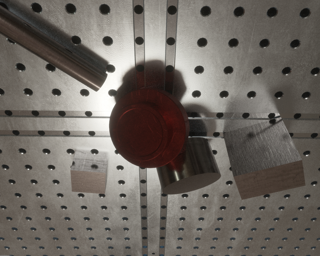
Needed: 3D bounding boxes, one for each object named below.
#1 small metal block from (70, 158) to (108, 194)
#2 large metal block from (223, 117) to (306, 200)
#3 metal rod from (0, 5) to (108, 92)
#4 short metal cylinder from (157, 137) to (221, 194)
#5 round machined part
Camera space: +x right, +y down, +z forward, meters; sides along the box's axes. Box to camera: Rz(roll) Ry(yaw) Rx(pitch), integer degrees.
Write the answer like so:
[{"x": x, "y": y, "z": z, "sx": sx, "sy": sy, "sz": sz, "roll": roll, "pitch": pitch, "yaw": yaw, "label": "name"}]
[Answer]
[{"x": -0.107, "y": 0.074, "z": 0.473, "sx": 0.050, "sy": 0.025, "sz": 0.050, "roll": 6, "pitch": 130, "yaw": -6, "label": "small metal block"}, {"x": 0.135, "y": 0.040, "z": 0.412, "sx": 0.080, "sy": 0.080, "sz": 0.050, "roll": -17, "pitch": 128, "yaw": 13, "label": "large metal block"}, {"x": -0.186, "y": -0.125, "z": 0.302, "sx": 0.301, "sy": 0.025, "sz": 0.025, "roll": 31, "pitch": 123, "yaw": -25, "label": "metal rod"}, {"x": 0.036, "y": 0.053, "z": 0.421, "sx": 0.081, "sy": 0.050, "sz": 0.080, "roll": -13, "pitch": 155, "yaw": -6, "label": "short metal cylinder"}, {"x": -0.017, "y": 0.002, "z": 0.371, "sx": 0.098, "sy": 0.042, "sz": 0.097, "roll": 3, "pitch": 101, "yaw": 17, "label": "round machined part"}]
